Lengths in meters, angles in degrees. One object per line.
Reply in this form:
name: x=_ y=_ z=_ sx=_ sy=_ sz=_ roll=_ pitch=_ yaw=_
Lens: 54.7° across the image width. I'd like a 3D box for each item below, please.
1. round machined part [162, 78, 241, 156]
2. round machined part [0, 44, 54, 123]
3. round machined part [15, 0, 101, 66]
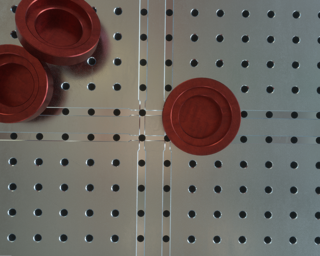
round machined part: x=0.052 y=-0.014 z=0.406 sx=0.099 sy=0.042 sz=0.097 roll=0 pitch=90 yaw=-1
round machined part: x=-0.187 y=-0.055 z=0.401 sx=0.099 sy=0.042 sz=0.097 roll=0 pitch=92 yaw=1
round machined part: x=-0.127 y=-0.121 z=0.390 sx=0.099 sy=0.042 sz=0.098 roll=8 pitch=67 yaw=-20
